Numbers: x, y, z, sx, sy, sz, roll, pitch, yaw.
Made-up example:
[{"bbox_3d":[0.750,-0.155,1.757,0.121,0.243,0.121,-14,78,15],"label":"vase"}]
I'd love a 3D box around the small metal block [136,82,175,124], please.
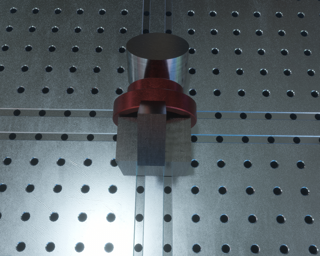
[{"bbox_3d":[-0.006,-0.034,0.423,0.050,0.025,0.050,1,70,0],"label":"small metal block"}]

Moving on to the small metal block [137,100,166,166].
[{"bbox_3d":[-0.008,0.003,0.301,0.025,0.050,0.050,1,108,0],"label":"small metal block"}]

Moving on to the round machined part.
[{"bbox_3d":[-0.006,-0.026,0.371,0.099,0.098,0.042,1,70,0],"label":"round machined part"}]

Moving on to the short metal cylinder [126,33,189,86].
[{"bbox_3d":[-0.003,-0.087,0.412,0.081,0.050,0.080,1,40,-1],"label":"short metal cylinder"}]

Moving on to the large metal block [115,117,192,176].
[{"bbox_3d":[-0.007,0.025,0.372,0.081,0.080,0.050,1,70,0],"label":"large metal block"}]
